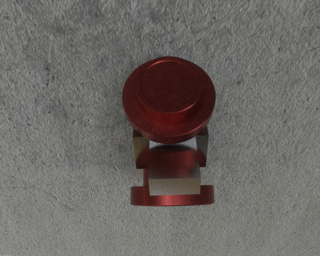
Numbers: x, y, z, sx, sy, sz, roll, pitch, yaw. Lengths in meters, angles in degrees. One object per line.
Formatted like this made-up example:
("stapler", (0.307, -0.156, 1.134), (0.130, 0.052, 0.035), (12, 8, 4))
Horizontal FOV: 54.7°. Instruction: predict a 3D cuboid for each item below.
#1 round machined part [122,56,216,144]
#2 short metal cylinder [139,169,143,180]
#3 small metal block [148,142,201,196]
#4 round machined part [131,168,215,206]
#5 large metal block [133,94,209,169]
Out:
("round machined part", (0.009, -0.036, 0.325), (0.099, 0.098, 0.042), (-2, 155, 1))
("short metal cylinder", (0.012, 0.041, 0.428), (0.081, 0.050, 0.079), (0, 130, 0))
("small metal block", (0.014, 0.042, 0.322), (0.050, 0.050, 0.025), (-2, 130, 1))
("round machined part", (0.014, 0.069, 0.370), (0.099, 0.042, 0.098), (-1, 169, 0))
("large metal block", (0.012, 0.002, 0.373), (0.081, 0.080, 0.050), (-2, 130, 1))
